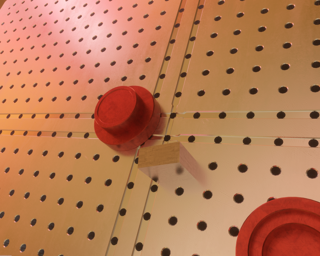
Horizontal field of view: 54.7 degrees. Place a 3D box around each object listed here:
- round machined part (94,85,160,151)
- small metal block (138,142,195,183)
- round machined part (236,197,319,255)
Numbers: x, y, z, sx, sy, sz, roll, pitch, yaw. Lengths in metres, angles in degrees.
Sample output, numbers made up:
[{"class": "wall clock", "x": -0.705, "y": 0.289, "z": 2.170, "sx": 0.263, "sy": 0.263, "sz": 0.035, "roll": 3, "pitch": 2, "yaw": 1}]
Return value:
[{"class": "round machined part", "x": -0.053, "y": -0.021, "z": 0.438, "sx": 0.098, "sy": 0.042, "sz": 0.098, "roll": -13, "pitch": 56, "yaw": 21}, {"class": "small metal block", "x": 0.009, "y": 0.042, "z": 0.362, "sx": 0.050, "sy": 0.050, "sz": 0.025, "roll": -11, "pitch": 57, "yaw": 22}, {"class": "round machined part", "x": 0.119, "y": 0.113, "z": 0.266, "sx": 0.098, "sy": 0.042, "sz": 0.098, "roll": -13, "pitch": 56, "yaw": 21}]
